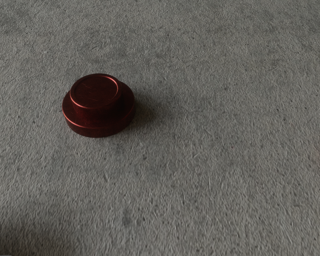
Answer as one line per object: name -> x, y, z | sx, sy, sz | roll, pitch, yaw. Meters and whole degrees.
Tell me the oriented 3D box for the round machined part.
round machined part -> -0.084, -0.037, 0.423 | 0.099, 0.042, 0.098 | 0, 50, 0
